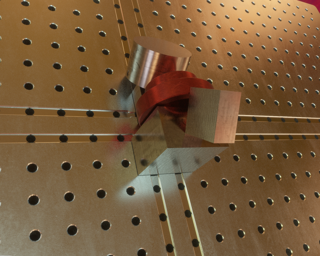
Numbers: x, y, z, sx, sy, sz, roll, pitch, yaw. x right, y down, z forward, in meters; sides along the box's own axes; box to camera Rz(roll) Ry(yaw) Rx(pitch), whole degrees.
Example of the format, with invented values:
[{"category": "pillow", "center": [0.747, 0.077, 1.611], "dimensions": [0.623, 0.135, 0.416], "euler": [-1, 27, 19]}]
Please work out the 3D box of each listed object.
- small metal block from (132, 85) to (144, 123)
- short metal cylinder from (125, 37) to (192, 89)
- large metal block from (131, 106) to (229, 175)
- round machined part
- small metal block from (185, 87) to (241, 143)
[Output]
[{"category": "small metal block", "center": [-0.006, -0.034, 0.426], "dimensions": [0.050, 0.025, 0.050], "euler": [1, 61, -28]}, {"category": "short metal cylinder", "center": [-0.003, -0.088, 0.424], "dimensions": [0.081, 0.050, 0.080], "euler": [14, 27, -7]}, {"category": "large metal block", "center": [0.021, 0.017, 0.374], "dimensions": [0.081, 0.080, 0.050], "euler": [1, 62, -28]}, {"category": "round machined part", "center": [0.019, -0.034, 0.380], "dimensions": [0.099, 0.097, 0.042], "euler": [1, 62, -28]}, {"category": "small metal block", "center": [0.052, -0.014, 0.314], "dimensions": [0.025, 0.050, 0.050], "euler": [2, 99, -29]}]
